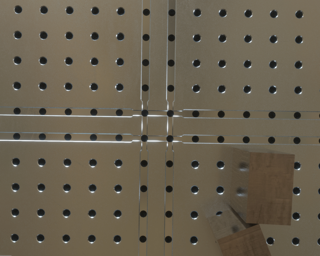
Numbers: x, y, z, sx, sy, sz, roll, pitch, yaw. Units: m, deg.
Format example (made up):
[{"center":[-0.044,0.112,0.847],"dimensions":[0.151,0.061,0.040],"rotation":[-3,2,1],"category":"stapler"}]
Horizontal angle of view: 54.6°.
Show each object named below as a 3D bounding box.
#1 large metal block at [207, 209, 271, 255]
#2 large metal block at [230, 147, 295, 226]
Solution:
[{"center":[0.102,0.153,0.387],"dimensions":[0.050,0.080,0.080],"rotation":[-21,90,0],"category":"large metal block"},{"center":[0.124,0.068,0.387],"dimensions":[0.050,0.080,0.080],"rotation":[3,90,0],"category":"large metal block"}]
